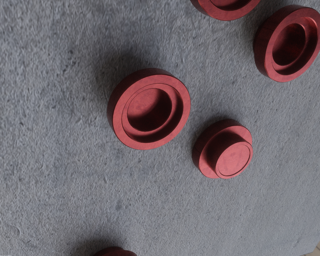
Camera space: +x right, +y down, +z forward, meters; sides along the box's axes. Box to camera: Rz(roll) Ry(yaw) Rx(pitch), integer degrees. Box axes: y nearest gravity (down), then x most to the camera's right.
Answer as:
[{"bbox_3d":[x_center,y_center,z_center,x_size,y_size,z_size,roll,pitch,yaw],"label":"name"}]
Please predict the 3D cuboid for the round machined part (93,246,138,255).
[{"bbox_3d":[-0.079,0.230,0.494,0.099,0.042,0.097,-14,124,-21],"label":"round machined part"}]

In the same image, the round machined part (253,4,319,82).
[{"bbox_3d":[0.165,-0.114,0.415,0.099,0.042,0.097,-14,124,-21],"label":"round machined part"}]

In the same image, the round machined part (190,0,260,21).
[{"bbox_3d":[0.068,-0.168,0.329,0.099,0.042,0.097,-14,124,-21],"label":"round machined part"}]

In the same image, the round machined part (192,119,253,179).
[{"bbox_3d":[0.102,0.039,0.475,0.099,0.042,0.097,-14,124,-21],"label":"round machined part"}]

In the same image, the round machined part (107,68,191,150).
[{"bbox_3d":[-0.016,-0.026,0.371,0.099,0.042,0.097,-14,124,-21],"label":"round machined part"}]
